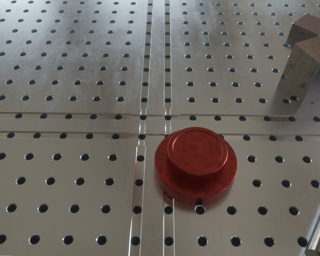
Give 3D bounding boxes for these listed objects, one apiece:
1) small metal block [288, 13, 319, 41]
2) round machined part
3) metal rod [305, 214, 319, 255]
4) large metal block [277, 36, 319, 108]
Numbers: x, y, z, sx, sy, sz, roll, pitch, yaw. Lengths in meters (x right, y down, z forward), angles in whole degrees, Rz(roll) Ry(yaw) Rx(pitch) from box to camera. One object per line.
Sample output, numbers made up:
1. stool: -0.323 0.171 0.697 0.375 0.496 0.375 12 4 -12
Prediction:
1. small metal block: 0.272 -0.178 0.561 0.050 0.025 0.050 -37 59 -27
2. round machined part: 0.043 0.037 0.366 0.099 0.042 0.098 0 50 0
3. metal rod: 0.242 0.034 0.382 0.025 0.025 0.301 29 55 22
4. large metal block: 0.229 -0.085 0.446 0.081 0.080 0.050 -19 53 -16
